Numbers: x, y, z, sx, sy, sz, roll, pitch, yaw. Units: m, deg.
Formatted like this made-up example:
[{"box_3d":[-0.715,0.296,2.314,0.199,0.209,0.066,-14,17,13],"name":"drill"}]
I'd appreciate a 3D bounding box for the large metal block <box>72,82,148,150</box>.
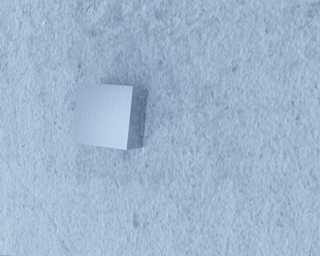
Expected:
[{"box_3d":[-0.066,-0.016,0.420,0.080,0.050,0.080,7,92,20],"name":"large metal block"}]
